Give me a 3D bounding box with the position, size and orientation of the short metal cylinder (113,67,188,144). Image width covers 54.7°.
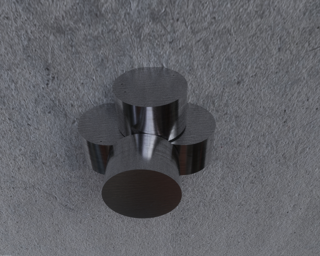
[{"bbox_3d":[-0.010,-0.027,0.349,0.081,0.080,0.050,-1,130,0],"label":"short metal cylinder"}]

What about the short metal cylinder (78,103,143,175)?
[{"bbox_3d":[-0.056,0.012,0.382,0.081,0.080,0.050,-1,130,0],"label":"short metal cylinder"}]

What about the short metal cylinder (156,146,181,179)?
[{"bbox_3d":[-0.011,0.050,0.415,0.081,0.080,0.050,0,130,-1],"label":"short metal cylinder"}]

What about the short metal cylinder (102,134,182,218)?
[{"bbox_3d":[-0.018,0.052,0.331,0.081,0.050,0.079,0,130,0],"label":"short metal cylinder"}]

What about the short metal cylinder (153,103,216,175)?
[{"bbox_3d":[0.026,0.012,0.383,0.081,0.080,0.050,0,130,0],"label":"short metal cylinder"}]
